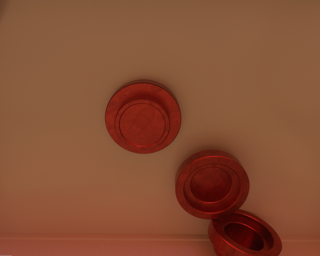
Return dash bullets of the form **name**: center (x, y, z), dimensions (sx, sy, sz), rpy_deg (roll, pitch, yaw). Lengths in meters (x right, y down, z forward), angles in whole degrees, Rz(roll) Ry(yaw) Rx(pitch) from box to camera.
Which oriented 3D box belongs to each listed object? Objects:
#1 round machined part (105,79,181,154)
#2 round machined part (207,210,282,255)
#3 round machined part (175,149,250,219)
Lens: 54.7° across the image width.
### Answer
- **round machined part**: center (-0.022, -0.010, 0.398), dimensions (0.099, 0.042, 0.097), rpy_deg (0, 110, 0)
- **round machined part**: center (0.113, 0.159, 0.432), dimensions (0.099, 0.098, 0.042), rpy_deg (14, 110, -5)
- **round machined part**: center (0.070, 0.074, 0.430), dimensions (0.099, 0.042, 0.097), rpy_deg (0, 110, 0)
